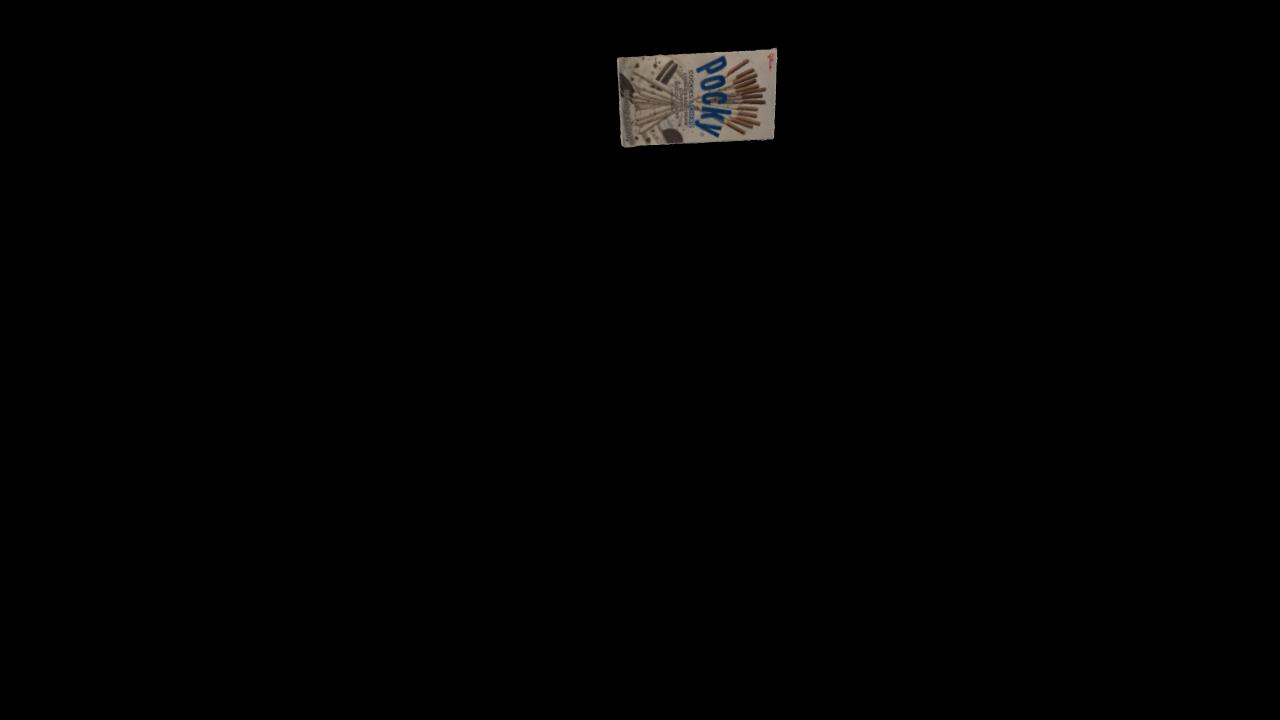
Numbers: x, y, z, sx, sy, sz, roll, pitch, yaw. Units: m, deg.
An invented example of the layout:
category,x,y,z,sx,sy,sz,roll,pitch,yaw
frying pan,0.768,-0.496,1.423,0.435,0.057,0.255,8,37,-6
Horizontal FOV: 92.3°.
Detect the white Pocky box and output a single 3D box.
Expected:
category,x,y,z,sx,sy,sz,roll,pitch,yaw
white Pocky box,0.056,-0.257,0.608,0.154,0.084,0.028,-2,24,2
